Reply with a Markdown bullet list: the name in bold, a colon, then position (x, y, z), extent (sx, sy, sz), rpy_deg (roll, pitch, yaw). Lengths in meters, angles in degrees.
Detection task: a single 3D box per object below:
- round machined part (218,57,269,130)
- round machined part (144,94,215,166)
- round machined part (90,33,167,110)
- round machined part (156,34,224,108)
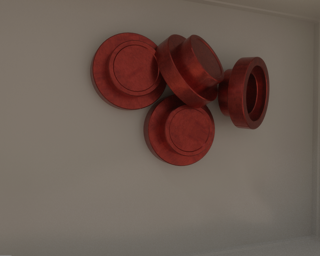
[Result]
- **round machined part**: position (0.114, -0.048, 0.430), extent (0.099, 0.042, 0.097), rpy_deg (-11, 104, -52)
- **round machined part**: position (0.031, 0.002, 0.414), extent (0.099, 0.042, 0.097), rpy_deg (0, 90, -20)
- **round machined part**: position (-0.035, -0.071, 0.389), extent (0.099, 0.042, 0.097), rpy_deg (0, 90, -20)
- **round machined part**: position (0.044, -0.078, 0.391), extent (0.098, 0.042, 0.098), rpy_deg (32, 42, -34)
